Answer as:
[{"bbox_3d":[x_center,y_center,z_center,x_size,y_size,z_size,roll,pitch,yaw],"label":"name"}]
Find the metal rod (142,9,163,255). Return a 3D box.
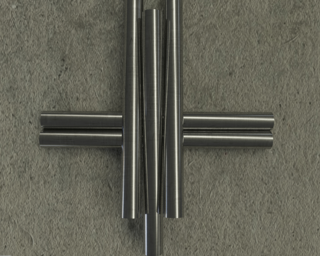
[{"bbox_3d":[-0.009,0.005,0.385,0.025,0.025,0.298,0,90,-1],"label":"metal rod"}]

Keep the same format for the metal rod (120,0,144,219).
[{"bbox_3d":[-0.034,-0.042,0.390,0.025,0.025,0.298,0,82,-1],"label":"metal rod"}]

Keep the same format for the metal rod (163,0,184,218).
[{"bbox_3d":[0.017,-0.042,0.390,0.025,0.025,0.298,0,82,-1],"label":"metal rod"}]

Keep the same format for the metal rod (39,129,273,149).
[{"bbox_3d":[-0.004,0.015,0.412,0.302,0.025,0.025,0,90,-1],"label":"metal rod"}]

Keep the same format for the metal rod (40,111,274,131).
[{"bbox_3d":[-0.003,-0.010,0.412,0.302,0.025,0.025,0,90,-1],"label":"metal rod"}]
